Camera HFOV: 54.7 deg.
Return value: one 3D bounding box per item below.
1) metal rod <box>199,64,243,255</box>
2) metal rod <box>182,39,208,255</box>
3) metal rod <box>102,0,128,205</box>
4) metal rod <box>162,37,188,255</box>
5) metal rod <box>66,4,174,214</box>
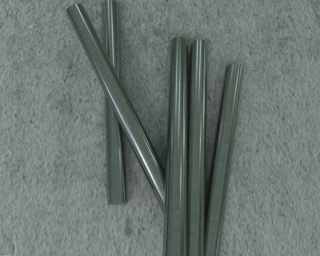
[{"bbox_3d":[0.075,0.054,0.389,0.025,0.025,0.299,11,70,4],"label":"metal rod"},{"bbox_3d":[0.046,0.015,0.393,0.025,0.025,0.299,4,66,1],"label":"metal rod"},{"bbox_3d":[-0.064,-0.048,0.424,0.025,0.025,0.299,-4,70,-2],"label":"metal rod"},{"bbox_3d":[0.021,0.008,0.386,0.025,0.025,0.299,3,63,0],"label":"metal rod"},{"bbox_3d":[-0.047,-0.027,0.393,0.025,0.025,0.299,-25,81,-9],"label":"metal rod"}]
